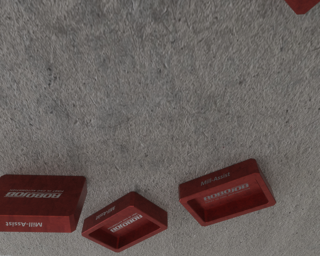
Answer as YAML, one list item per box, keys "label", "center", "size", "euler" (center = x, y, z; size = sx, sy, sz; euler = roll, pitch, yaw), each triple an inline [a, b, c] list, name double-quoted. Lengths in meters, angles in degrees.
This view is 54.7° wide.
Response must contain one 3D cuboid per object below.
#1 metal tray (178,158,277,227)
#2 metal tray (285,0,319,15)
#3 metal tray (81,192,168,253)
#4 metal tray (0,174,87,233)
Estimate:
- label: "metal tray"
  center: [0.106, 0.107, 0.495]
  size: [0.130, 0.030, 0.090]
  euler: [-24, 127, 19]
- label: "metal tray"
  center: [0.144, -0.174, 0.257]
  size: [0.090, 0.030, 0.130]
  euler: [34, 122, -26]
- label: "metal tray"
  center: [-0.062, 0.170, 0.547]
  size: [0.130, 0.030, 0.090]
  euler: [-35, 122, 25]
- label: "metal tray"
  center: [-0.180, 0.107, 0.450]
  size: [0.131, 0.090, 0.030]
  euler: [2, 117, -2]
